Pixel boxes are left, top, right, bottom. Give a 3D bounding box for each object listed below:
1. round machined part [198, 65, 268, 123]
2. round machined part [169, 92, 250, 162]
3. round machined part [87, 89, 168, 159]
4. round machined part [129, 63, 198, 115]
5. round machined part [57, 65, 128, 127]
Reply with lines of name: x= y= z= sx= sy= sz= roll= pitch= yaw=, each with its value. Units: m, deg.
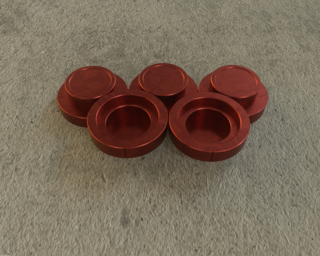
round machined part: x=0.104 y=-0.052 z=0.439 sx=0.099 sy=0.042 sz=0.098 roll=0 pitch=50 yaw=0
round machined part: x=0.060 y=0.003 z=0.392 sx=0.099 sy=0.042 sz=0.098 roll=0 pitch=50 yaw=0
round machined part: x=-0.039 y=-0.001 z=0.394 sx=0.099 sy=0.042 sz=0.098 roll=0 pitch=50 yaw=0
round machined part: x=0.005 y=-0.055 z=0.440 sx=0.099 sy=0.042 sz=0.098 roll=0 pitch=50 yaw=0
round machined part: x=-0.094 y=-0.051 z=0.435 sx=0.099 sy=0.042 sz=0.098 roll=0 pitch=50 yaw=0
